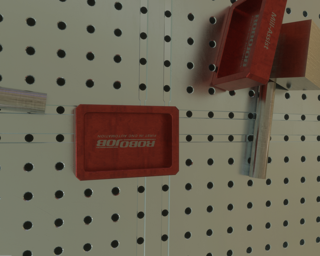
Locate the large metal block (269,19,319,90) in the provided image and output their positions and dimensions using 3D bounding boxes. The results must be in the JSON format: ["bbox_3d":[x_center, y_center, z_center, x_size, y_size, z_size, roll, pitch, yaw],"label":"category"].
[{"bbox_3d":[0.208,-0.104,0.461,0.081,0.050,0.080,11,86,-47],"label":"large metal block"}]

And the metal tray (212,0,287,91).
[{"bbox_3d":[0.120,-0.120,0.423,0.030,0.090,0.129,16,85,-20],"label":"metal tray"}]

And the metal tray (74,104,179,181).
[{"bbox_3d":[-0.041,0.017,0.395,0.131,0.030,0.089,0,90,-21],"label":"metal tray"}]

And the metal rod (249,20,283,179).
[{"bbox_3d":[0.166,-0.073,0.475,0.025,0.025,0.298,8,87,-20],"label":"metal rod"}]

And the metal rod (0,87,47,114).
[{"bbox_3d":[-0.275,-0.046,0.310,0.302,0.025,0.025,7,88,-20],"label":"metal rod"}]
